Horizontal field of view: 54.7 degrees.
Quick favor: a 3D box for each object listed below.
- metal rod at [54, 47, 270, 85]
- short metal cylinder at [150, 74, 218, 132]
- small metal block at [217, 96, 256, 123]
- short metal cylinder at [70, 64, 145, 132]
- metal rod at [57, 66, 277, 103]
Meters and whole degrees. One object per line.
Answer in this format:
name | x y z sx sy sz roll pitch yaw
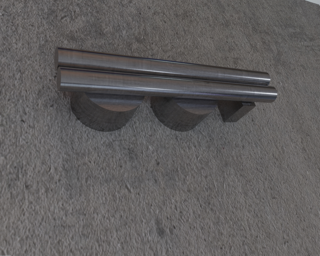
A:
metal rod | 0.024 -0.073 0.397 0.303 0.025 0.025 0 62 -28
short metal cylinder | 0.033 -0.041 0.432 0.081 0.050 0.080 14 56 -21
small metal block | 0.113 -0.042 0.477 0.025 0.050 0.050 -1 62 -29
short metal cylinder | -0.064 -0.042 0.379 0.081 0.050 0.080 14 56 -21
metal rod | 0.030 -0.050 0.387 0.303 0.025 0.025 0 62 -28
